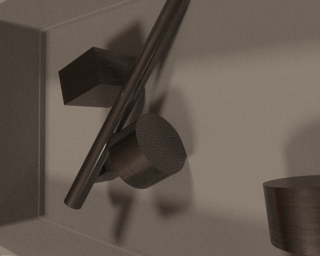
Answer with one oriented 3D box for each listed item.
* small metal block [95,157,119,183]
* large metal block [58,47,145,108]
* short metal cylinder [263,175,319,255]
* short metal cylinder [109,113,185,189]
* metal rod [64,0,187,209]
[{"bbox_3d":[-0.077,0.059,0.452,0.050,0.050,0.025,-33,70,35],"label":"small metal block"},{"bbox_3d":[-0.082,-0.067,0.436,0.080,0.081,0.050,-21,77,38],"label":"large metal block"},{"bbox_3d":[0.132,0.069,0.261,0.080,0.081,0.050,-10,84,39],"label":"short metal cylinder"},{"bbox_3d":[-0.015,0.028,0.381,0.050,0.081,0.080,-34,69,34],"label":"short metal cylinder"},{"bbox_3d":[-0.047,-0.029,0.401,0.025,0.025,0.299,32,97,35],"label":"metal rod"}]
